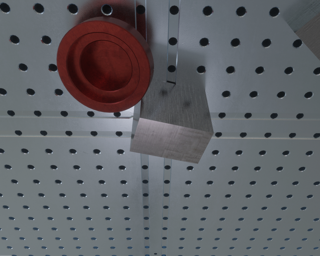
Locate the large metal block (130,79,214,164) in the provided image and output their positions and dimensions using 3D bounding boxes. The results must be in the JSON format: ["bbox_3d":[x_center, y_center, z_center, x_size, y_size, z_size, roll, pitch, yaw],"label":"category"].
[{"bbox_3d":[0.012,-0.010,0.367,0.081,0.080,0.050,12,129,-10],"label":"large metal block"}]

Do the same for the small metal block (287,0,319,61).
[{"bbox_3d":[0.172,-0.106,0.322,0.050,0.025,0.050,34,122,-26],"label":"small metal block"}]

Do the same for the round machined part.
[{"bbox_3d":[-0.055,-0.069,0.332,0.098,0.042,0.097,4,120,8],"label":"round machined part"}]
